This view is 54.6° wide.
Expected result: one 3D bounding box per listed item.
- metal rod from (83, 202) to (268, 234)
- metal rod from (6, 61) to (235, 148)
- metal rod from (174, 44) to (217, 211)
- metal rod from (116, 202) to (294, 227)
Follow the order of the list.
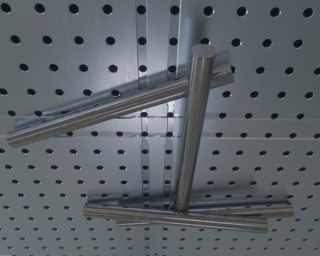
[{"bbox_3d":[0.023,0.149,0.517,0.301,0.025,0.025,4,130,5],"label":"metal rod"},{"bbox_3d":[-0.059,-0.024,0.389,0.301,0.025,0.025,-16,128,13],"label":"metal rod"},{"bbox_3d":[0.039,0.026,0.412,0.025,0.025,0.298,1,137,-1],"label":"metal rod"},{"bbox_3d":[0.075,0.151,0.540,0.301,0.025,0.025,-4,130,3],"label":"metal rod"}]
